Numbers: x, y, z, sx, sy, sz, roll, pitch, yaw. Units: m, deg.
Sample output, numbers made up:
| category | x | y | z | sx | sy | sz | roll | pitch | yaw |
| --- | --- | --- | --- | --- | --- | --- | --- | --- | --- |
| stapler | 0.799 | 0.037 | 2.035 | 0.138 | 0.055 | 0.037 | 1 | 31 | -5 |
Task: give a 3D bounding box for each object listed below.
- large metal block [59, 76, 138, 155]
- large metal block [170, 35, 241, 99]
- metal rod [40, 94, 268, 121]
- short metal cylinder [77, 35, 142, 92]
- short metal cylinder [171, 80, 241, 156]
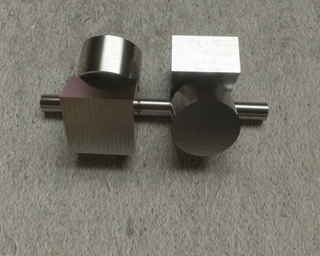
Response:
| category | x | y | z | sx | sy | sz | roll | pitch | yaw |
| --- | --- | --- | --- | --- | --- | --- | --- | --- | --- |
| large metal block | -0.069 | -0.015 | 0.378 | 0.080 | 0.079 | 0.050 | 3 | 36 | 0 |
| large metal block | 0.055 | -0.076 | 0.408 | 0.080 | 0.080 | 0.050 | 1 | 70 | 0 |
| metal rod | -0.008 | -0.028 | 0.421 | 0.302 | 0.025 | 0.025 | 2 | 70 | 0 |
| short metal cylinder | -0.065 | -0.076 | 0.407 | 0.080 | 0.080 | 0.050 | 3 | 70 | 1 |
| short metal cylinder | 0.053 | -0.012 | 0.378 | 0.080 | 0.079 | 0.050 | 2 | 35 | 0 |
